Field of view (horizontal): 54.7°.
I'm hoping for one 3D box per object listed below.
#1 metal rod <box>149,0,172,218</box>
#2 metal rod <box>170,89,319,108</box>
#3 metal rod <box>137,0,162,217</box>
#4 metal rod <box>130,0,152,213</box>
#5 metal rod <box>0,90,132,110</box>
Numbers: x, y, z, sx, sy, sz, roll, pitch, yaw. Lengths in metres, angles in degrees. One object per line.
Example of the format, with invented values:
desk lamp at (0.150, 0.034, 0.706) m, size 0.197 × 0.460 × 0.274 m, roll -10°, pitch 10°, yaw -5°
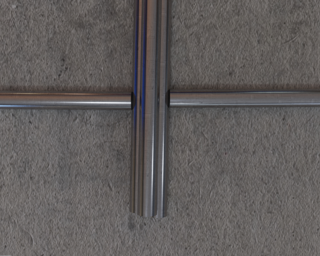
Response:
metal rod at (0.000, -0.033, 0.412) m, size 0.025 × 0.025 × 0.298 m, roll 1°, pitch 90°, yaw -1°
metal rod at (0.164, -0.040, 0.413) m, size 0.302 × 0.025 × 0.025 m, roll 0°, pitch 90°, yaw -1°
metal rod at (-0.013, -0.040, 0.391) m, size 0.025 × 0.025 × 0.298 m, roll 1°, pitch 90°, yaw -1°
metal rod at (-0.025, -0.039, 0.411) m, size 0.025 × 0.025 × 0.298 m, roll 1°, pitch 90°, yaw -1°
metal rod at (-0.188, -0.037, 0.408) m, size 0.302 × 0.025 × 0.025 m, roll 0°, pitch 90°, yaw -1°
